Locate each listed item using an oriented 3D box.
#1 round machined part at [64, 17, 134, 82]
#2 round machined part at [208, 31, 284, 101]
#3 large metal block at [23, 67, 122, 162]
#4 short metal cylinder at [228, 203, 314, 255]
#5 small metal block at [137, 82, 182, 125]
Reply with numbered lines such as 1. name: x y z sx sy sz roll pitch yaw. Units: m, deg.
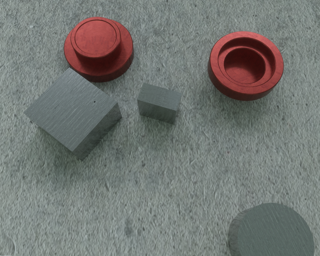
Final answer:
1. round machined part: -0.088 -0.118 0.441 0.099 0.042 0.098 0 70 -1
2. round machined part: 0.115 -0.081 0.430 0.099 0.042 0.098 0 70 -1
3. large metal block: -0.109 -0.017 0.400 0.080 0.050 0.080 36 74 12
4. short metal cylinder: 0.122 0.128 0.350 0.081 0.050 0.080 0 70 0
5. small metal block: 0.000 -0.031 0.406 0.050 0.050 0.025 16 71 5
